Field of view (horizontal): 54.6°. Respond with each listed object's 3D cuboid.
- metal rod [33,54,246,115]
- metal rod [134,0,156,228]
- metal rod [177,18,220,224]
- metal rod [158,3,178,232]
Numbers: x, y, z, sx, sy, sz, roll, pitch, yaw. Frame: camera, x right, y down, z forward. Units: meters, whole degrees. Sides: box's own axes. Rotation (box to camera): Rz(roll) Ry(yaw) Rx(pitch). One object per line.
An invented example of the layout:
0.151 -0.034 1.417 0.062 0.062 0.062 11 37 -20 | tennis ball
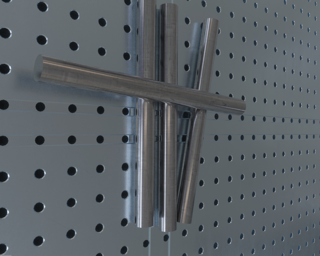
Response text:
0.005 -0.043 0.378 0.302 0.025 0.025 6 87 -40 | metal rod
-0.019 -0.027 0.392 0.025 0.025 0.298 1 89 -40 | metal rod
0.055 -0.015 0.453 0.025 0.025 0.299 15 80 -39 | metal rod
0.011 -0.014 0.416 0.025 0.025 0.298 1 90 -40 | metal rod
